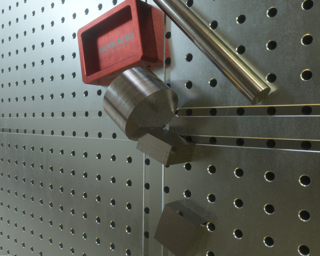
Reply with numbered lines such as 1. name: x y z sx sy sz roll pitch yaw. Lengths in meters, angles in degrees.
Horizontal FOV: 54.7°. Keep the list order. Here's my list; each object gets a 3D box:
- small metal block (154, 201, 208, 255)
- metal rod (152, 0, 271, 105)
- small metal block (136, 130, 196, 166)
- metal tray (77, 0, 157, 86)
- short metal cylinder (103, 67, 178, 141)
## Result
1. small metal block: 0.025 0.127 0.387 0.050 0.025 0.050 27 107 36
2. metal rod: 0.025 -0.142 0.386 0.025 0.025 0.300 -51 61 28
3. small metal block: 0.008 0.023 0.385 0.050 0.050 0.025 27 107 36
4. metal tray: -0.068 -0.123 0.459 0.130 0.030 0.089 -13 82 39
5. short metal cylinder: -0.024 -0.030 0.391 0.050 0.081 0.080 46 117 30
